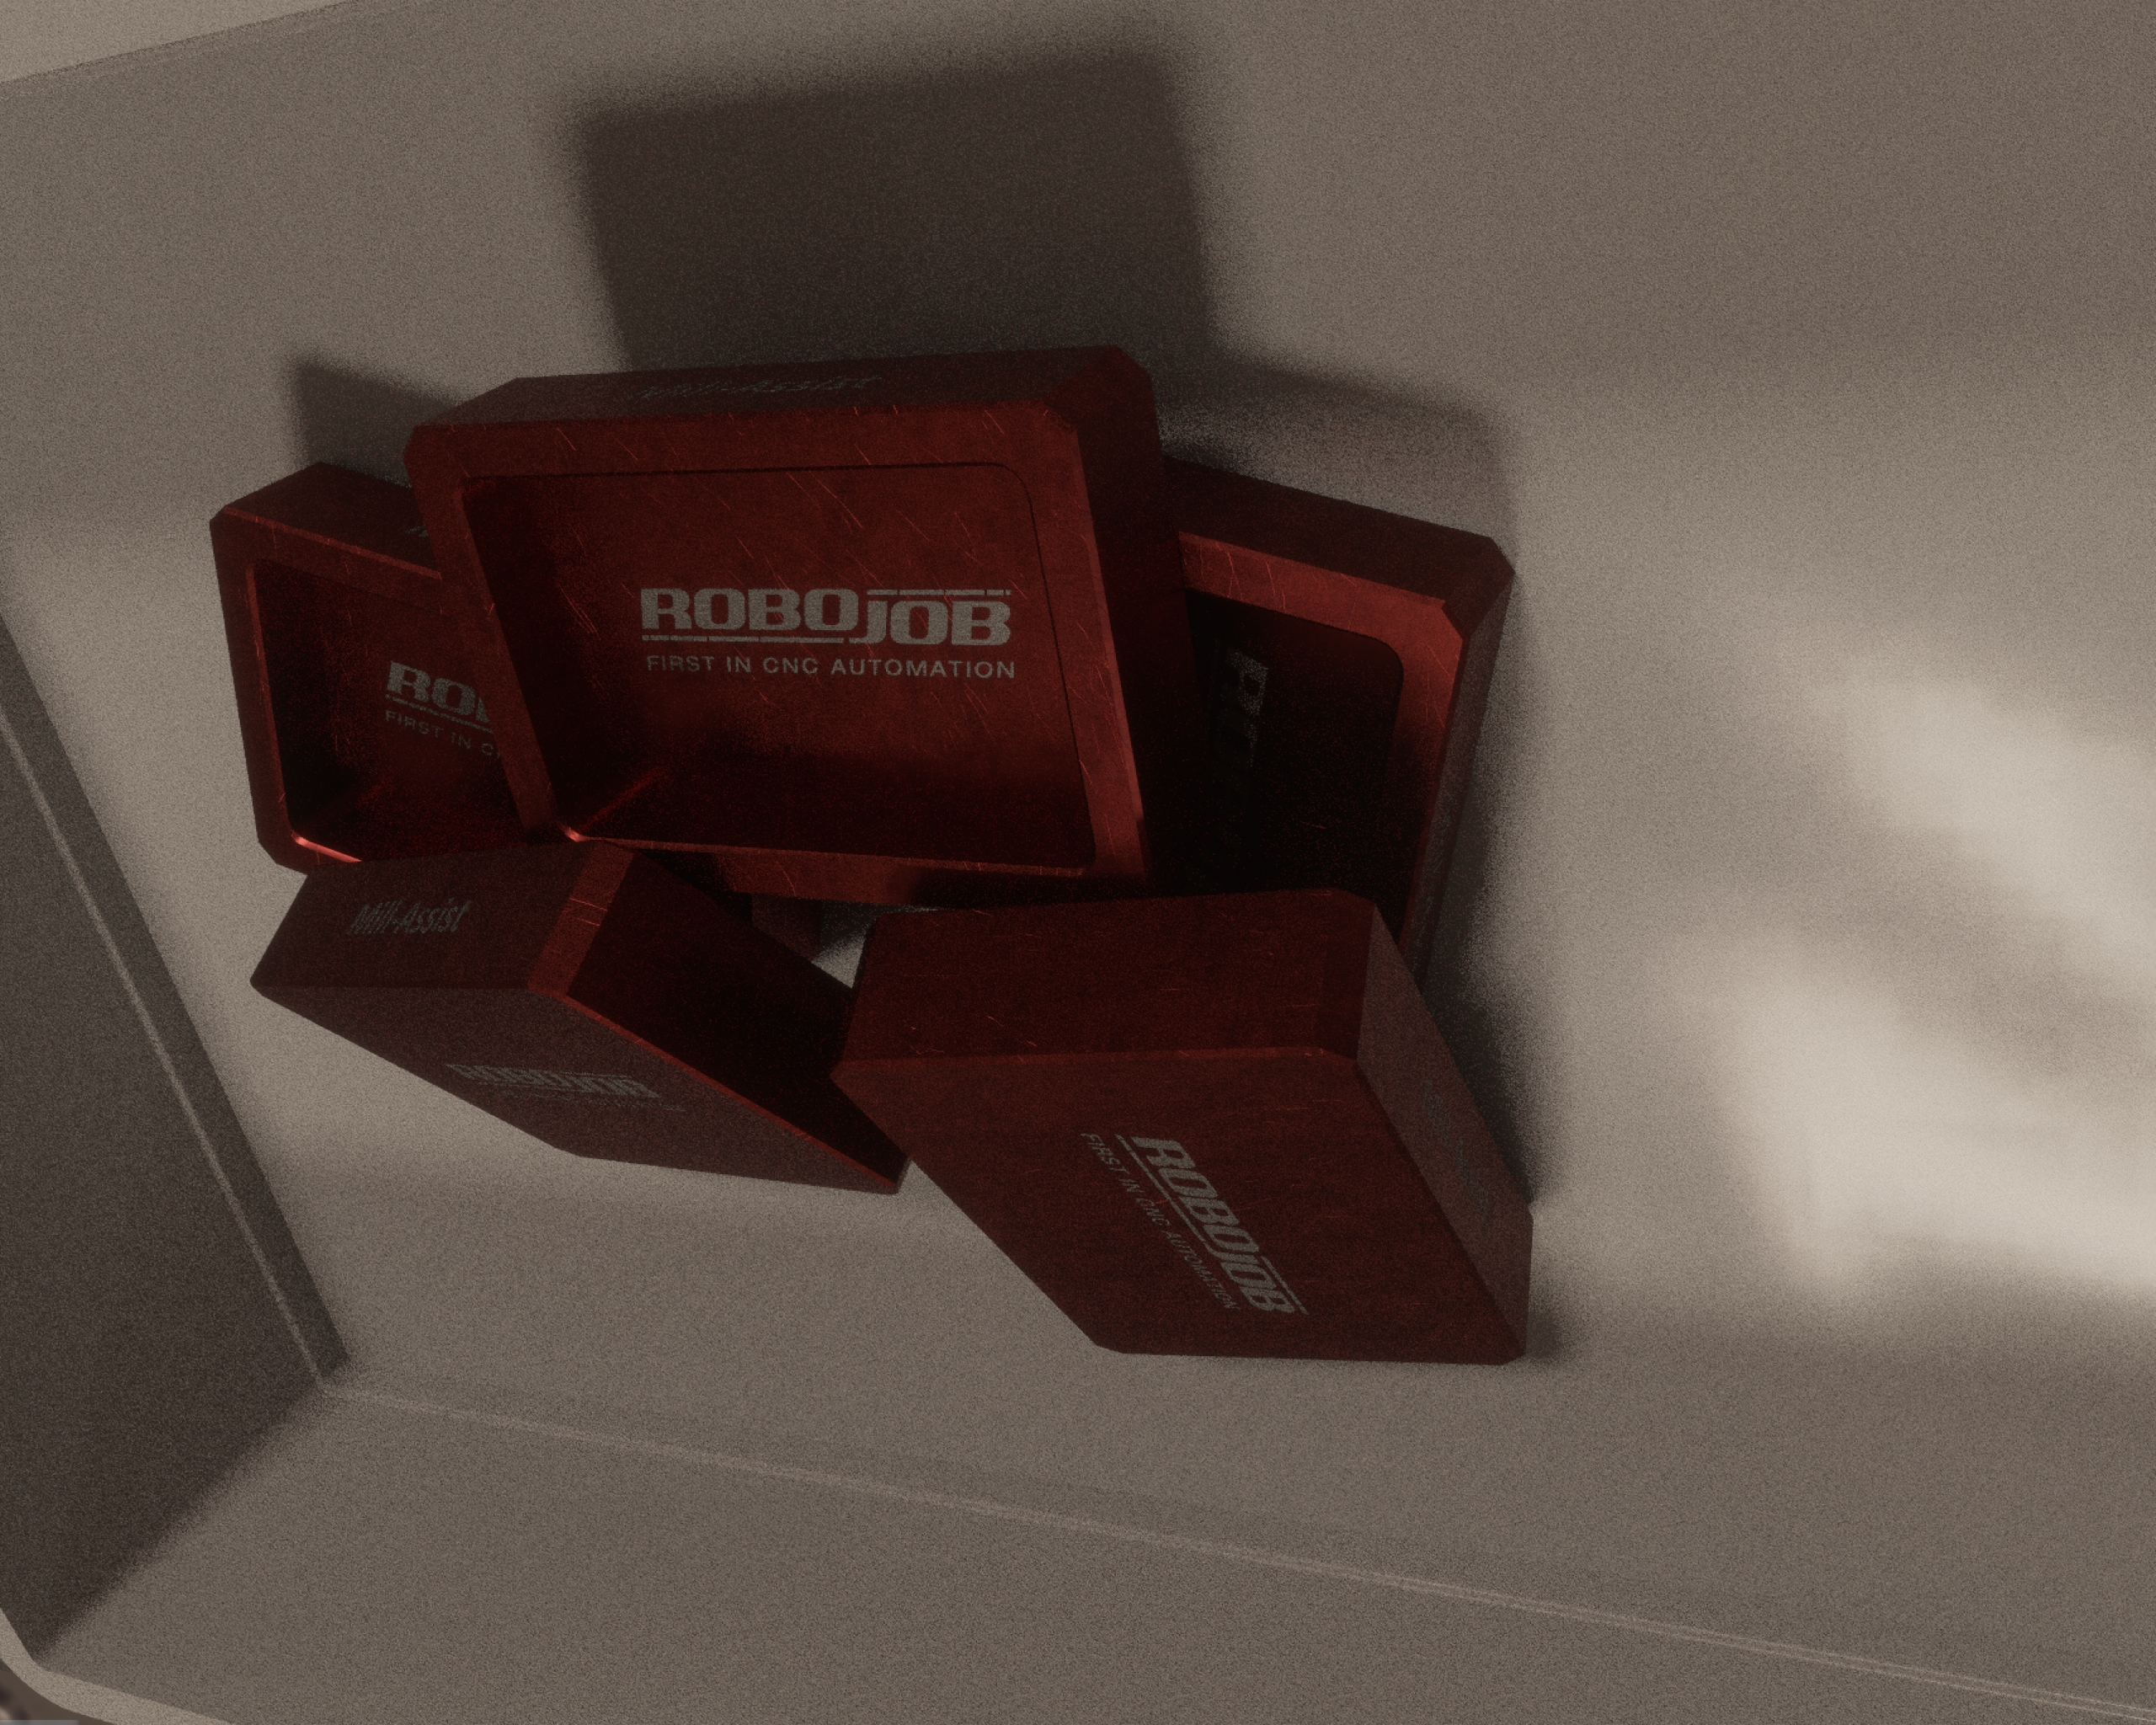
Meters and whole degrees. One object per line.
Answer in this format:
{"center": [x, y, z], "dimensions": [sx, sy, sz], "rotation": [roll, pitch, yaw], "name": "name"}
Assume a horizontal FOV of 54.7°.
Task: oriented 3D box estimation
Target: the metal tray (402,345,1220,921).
{"center": [-0.046, -0.039, 0.363], "dimensions": [0.130, 0.030, 0.089], "rotation": [4, 120, 26], "name": "metal tray"}

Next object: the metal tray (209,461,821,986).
{"center": [-0.119, -0.025, 0.446], "dimensions": [0.130, 0.030, 0.089], "rotation": [18, 126, 17], "name": "metal tray"}

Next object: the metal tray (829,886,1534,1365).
{"center": [0.025, 0.053, 0.380], "dimensions": [0.090, 0.030, 0.130], "rotation": [-4, 145, 23], "name": "metal tray"}

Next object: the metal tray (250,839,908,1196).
{"center": [-0.101, 0.033, 0.431], "dimensions": [0.130, 0.030, 0.090], "rotation": [-3, 148, 47], "name": "metal tray"}

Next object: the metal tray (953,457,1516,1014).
{"center": [0.022, -0.006, 0.387], "dimensions": [0.090, 0.030, 0.129], "rotation": [18, 125, 17], "name": "metal tray"}
